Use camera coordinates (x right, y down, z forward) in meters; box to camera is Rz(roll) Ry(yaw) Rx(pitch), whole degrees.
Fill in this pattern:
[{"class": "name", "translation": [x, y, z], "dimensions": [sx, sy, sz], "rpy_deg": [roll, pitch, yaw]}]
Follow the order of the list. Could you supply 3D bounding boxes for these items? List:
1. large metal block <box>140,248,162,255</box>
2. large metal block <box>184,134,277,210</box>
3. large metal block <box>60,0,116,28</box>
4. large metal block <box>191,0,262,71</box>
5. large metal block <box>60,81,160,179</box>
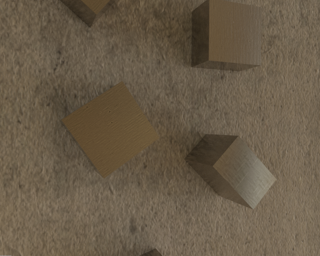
[{"class": "large metal block", "translation": [-0.023, 0.213, 0.389], "dimensions": [0.081, 0.050, 0.080], "rpy_deg": [-17, 96, -20]}, {"class": "large metal block", "translation": [0.091, 0.055, 0.415], "dimensions": [0.080, 0.080, 0.050], "rpy_deg": [47, 76, -15]}, {"class": "large metal block", "translation": [-0.084, -0.182, 0.365], "dimensions": [0.080, 0.050, 0.080], "rpy_deg": [41, 77, -16]}, {"class": "large metal block", "translation": [0.091, -0.125, 0.431], "dimensions": [0.081, 0.050, 0.079], "rpy_deg": [1, 90, -21]}, {"class": "large metal block", "translation": [-0.062, 0.001, 0.374], "dimensions": [0.080, 0.050, 0.080], "rpy_deg": [-36, 102, -17]}]
